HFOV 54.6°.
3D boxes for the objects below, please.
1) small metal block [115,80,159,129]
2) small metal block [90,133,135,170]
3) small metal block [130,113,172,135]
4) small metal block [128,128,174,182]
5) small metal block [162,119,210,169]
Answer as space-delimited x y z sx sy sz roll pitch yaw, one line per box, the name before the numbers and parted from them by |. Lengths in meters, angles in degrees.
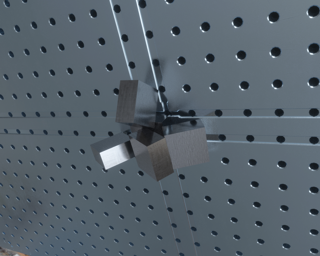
small metal block | -0.027 -0.028 0.379 0.025 0.050 0.050 3 84 27
small metal block | -0.064 0.031 0.435 0.050 0.050 0.025 19 129 61
small metal block | -0.009 0.008 0.422 0.050 0.025 0.050 3 120 27
small metal block | -0.011 0.032 0.390 0.050 0.025 0.050 26 137 55
small metal block | 0.033 0.021 0.393 0.050 0.025 0.050 -12 116 -1
